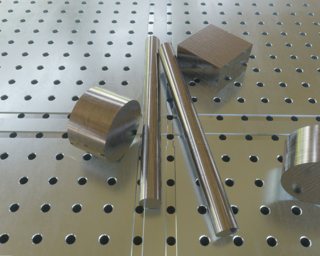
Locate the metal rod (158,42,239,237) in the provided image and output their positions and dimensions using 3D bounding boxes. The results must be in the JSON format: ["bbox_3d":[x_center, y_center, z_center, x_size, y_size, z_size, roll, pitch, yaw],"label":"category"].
[{"bbox_3d":[0.039,-0.010,0.406,0.025,0.025,0.299,-9,53,-8],"label":"metal rod"}]

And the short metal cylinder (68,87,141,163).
[{"bbox_3d":[-0.065,-0.004,0.375,0.050,0.080,0.080,22,53,17],"label":"short metal cylinder"}]

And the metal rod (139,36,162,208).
[{"bbox_3d":[-0.012,-0.033,0.434,0.025,0.025,0.300,0,50,0],"label":"metal rod"}]

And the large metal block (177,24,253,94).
[{"bbox_3d":[0.083,-0.110,0.484,0.080,0.050,0.080,37,59,26],"label":"large metal block"}]

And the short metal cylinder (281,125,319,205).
[{"bbox_3d":[0.177,0.042,0.338,0.080,0.080,0.050,14,52,11],"label":"short metal cylinder"}]
